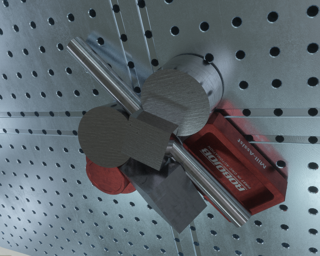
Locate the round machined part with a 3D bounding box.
[{"bbox_3d":[-0.073,0.062,0.471,0.098,0.042,0.097,13,124,21],"label":"round machined part"}]

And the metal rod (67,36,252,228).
[{"bbox_3d":[-0.006,-0.001,0.377,0.300,0.025,0.025,46,130,8],"label":"metal rod"}]

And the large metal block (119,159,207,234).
[{"bbox_3d":[0.003,0.077,0.402,0.080,0.050,0.080,26,154,55],"label":"large metal block"}]

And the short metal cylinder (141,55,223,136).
[{"bbox_3d":[0.026,-0.038,0.354,0.080,0.050,0.079,13,124,21],"label":"short metal cylinder"}]

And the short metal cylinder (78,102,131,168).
[{"bbox_3d":[-0.060,0.007,0.412,0.080,0.050,0.079,4,103,19],"label":"short metal cylinder"}]

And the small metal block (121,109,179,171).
[{"bbox_3d":[-0.012,0.013,0.352,0.050,0.025,0.050,24,119,14],"label":"small metal block"}]

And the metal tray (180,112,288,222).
[{"bbox_3d":[0.082,0.054,0.393,0.130,0.030,0.090,45,129,-4],"label":"metal tray"}]
